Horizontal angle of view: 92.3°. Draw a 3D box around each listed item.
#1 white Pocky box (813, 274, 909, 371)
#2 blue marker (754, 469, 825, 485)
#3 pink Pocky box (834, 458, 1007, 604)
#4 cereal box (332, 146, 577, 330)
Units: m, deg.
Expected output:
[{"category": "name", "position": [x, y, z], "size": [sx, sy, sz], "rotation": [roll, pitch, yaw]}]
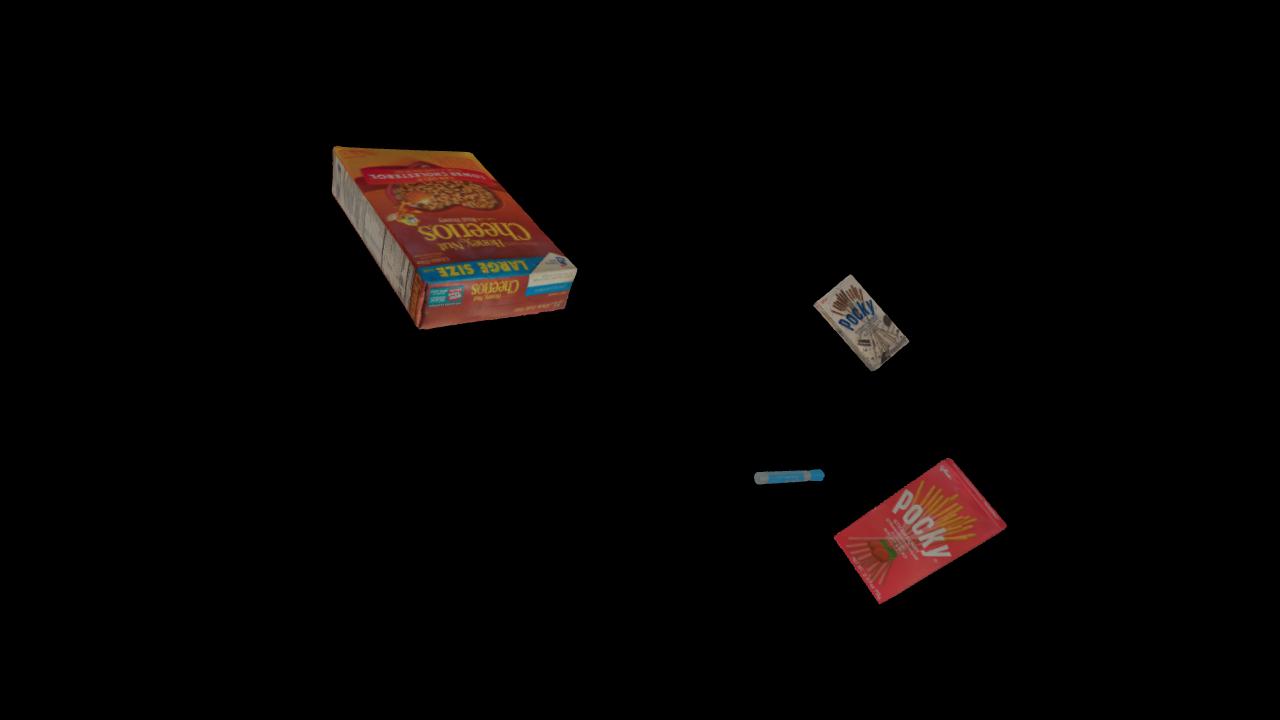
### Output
[{"category": "white Pocky box", "position": [0.382, -0.064, 1.064], "size": [0.084, 0.154, 0.028], "rotation": [-38, -6, -8]}, {"category": "blue marker", "position": [0.234, 0.181, 0.953], "size": [0.121, 0.020, 0.020], "rotation": [1, 0, -21]}, {"category": "pink Pocky box", "position": [0.289, 0.181, 0.648], "size": [0.029, 0.084, 0.155], "rotation": [6, -45, -49]}, {"category": "cereal box", "position": [-0.247, -0.171, 0.804], "size": [0.203, 0.081, 0.306], "rotation": [-13, 49, -40]}]
